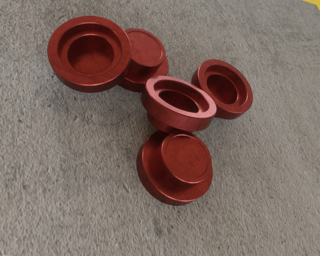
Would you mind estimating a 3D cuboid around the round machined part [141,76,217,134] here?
[{"bbox_3d":[0.021,-0.026,0.409,0.099,0.042,0.098,16,33,-11],"label":"round machined part"}]

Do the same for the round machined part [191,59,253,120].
[{"bbox_3d":[0.091,-0.055,0.479,0.099,0.042,0.098,14,56,-21],"label":"round machined part"}]

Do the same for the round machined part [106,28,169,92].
[{"bbox_3d":[-0.031,-0.102,0.441,0.099,0.042,0.098,14,56,-21],"label":"round machined part"}]

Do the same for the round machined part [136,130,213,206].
[{"bbox_3d":[0.024,0.042,0.382,0.099,0.042,0.098,14,56,-21],"label":"round machined part"}]

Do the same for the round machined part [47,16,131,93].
[{"bbox_3d":[-0.086,-0.088,0.389,0.099,0.042,0.098,2,70,-6],"label":"round machined part"}]
